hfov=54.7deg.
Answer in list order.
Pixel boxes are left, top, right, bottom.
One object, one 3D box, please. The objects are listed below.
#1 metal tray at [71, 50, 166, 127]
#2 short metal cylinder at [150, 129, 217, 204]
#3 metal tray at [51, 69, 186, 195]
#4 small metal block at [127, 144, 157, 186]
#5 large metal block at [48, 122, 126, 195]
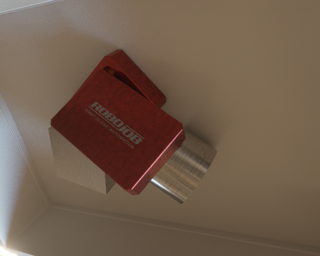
[{"bbox_3d":[-0.065,-0.030,0.417,0.090,0.030,0.129,47,129,-5],"label":"metal tray"},{"bbox_3d":[0.027,0.046,0.385,0.050,0.080,0.079,34,129,5],"label":"short metal cylinder"},{"bbox_3d":[-0.048,0.001,0.352,0.130,0.090,0.030,36,168,22],"label":"metal tray"},{"bbox_3d":[-0.017,0.051,0.446,0.050,0.025,0.050,-32,101,38],"label":"small metal block"},{"bbox_3d":[-0.095,0.032,0.417,0.080,0.050,0.079,15,125,19],"label":"large metal block"}]
